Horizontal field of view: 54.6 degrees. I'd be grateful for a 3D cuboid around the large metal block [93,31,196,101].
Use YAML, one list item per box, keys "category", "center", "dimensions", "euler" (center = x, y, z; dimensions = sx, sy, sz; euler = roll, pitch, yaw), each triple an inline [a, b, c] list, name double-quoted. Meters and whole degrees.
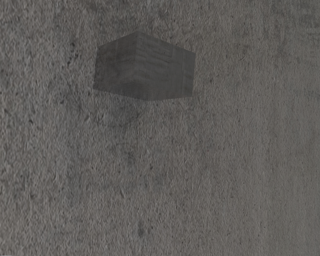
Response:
- category: "large metal block"
  center: [-0.018, -0.064, 0.352]
  dimensions: [0.081, 0.080, 0.050]
  euler: [9, 85, -40]
